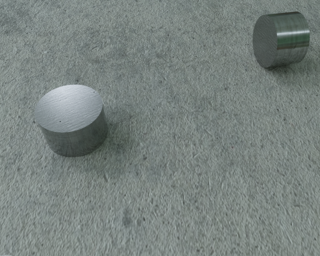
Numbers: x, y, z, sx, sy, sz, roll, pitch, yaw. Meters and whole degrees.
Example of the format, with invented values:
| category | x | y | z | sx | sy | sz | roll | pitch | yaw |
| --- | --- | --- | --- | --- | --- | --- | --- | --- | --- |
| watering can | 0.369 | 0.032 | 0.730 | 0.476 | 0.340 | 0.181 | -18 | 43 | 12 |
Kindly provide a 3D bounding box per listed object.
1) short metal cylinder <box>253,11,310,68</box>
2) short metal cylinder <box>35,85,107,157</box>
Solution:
| category | x | y | z | sx | sy | sz | roll | pitch | yaw |
| --- | --- | --- | --- | --- | --- | --- | --- | --- | --- |
| short metal cylinder | 0.187 | -0.138 | 0.484 | 0.050 | 0.080 | 0.080 | -9 | 51 | -7 |
| short metal cylinder | -0.110 | -0.010 | 0.394 | 0.080 | 0.050 | 0.080 | 0 | 50 | 0 |
